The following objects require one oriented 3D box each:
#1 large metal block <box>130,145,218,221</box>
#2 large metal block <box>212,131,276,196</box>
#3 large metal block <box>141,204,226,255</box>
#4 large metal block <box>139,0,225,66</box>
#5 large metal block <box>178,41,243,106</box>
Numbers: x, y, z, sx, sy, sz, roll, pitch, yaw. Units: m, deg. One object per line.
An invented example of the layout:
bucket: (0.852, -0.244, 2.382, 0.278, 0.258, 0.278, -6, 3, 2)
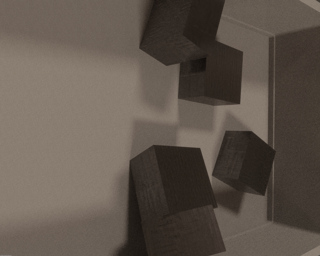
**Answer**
large metal block: (0.016, 0.069, 0.387, 0.081, 0.050, 0.080, 7, 60, -40)
large metal block: (0.140, 0.058, 0.511, 0.080, 0.050, 0.080, 33, 70, -36)
large metal block: (0.023, 0.131, 0.365, 0.081, 0.080, 0.050, -12, 66, -7)
large metal block: (0.028, -0.132, 0.396, 0.050, 0.080, 0.080, 26, 74, -38)
large metal block: (0.075, -0.078, 0.456, 0.081, 0.050, 0.080, 7, 86, -40)
